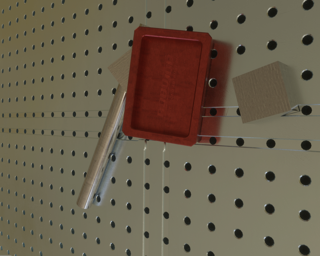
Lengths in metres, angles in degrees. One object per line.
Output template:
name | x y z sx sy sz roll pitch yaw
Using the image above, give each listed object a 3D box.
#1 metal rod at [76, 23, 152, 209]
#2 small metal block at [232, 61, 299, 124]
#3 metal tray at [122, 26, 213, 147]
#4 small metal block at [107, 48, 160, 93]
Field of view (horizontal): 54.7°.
metal rod | -0.070 -0.006 0.464 0.025 0.025 0.298 35 111 34
small metal block | 0.108 -0.035 0.319 0.050 0.025 0.050 -18 79 38
metal tray | 0.009 -0.049 0.372 0.090 0.030 0.129 9 97 11
small metal block | -0.032 -0.076 0.412 0.050 0.025 0.050 -34 98 16
